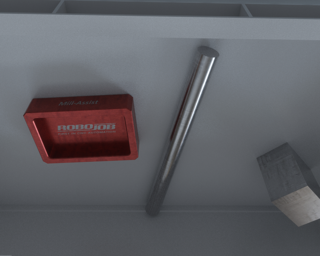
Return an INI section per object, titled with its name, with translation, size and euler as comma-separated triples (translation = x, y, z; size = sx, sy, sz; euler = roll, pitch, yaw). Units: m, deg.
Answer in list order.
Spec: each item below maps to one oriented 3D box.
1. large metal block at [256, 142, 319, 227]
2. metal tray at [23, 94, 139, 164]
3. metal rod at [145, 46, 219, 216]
[large metal block]
translation = 0.191, 0.081, 0.445
size = 0.050, 0.080, 0.080
euler = -34, 123, 25
[metal tray]
translation = -0.097, 0.003, 0.406
size = 0.131, 0.030, 0.089
euler = -3, 130, 1
[metal rod]
translation = 0.020, 0.027, 0.432
size = 0.025, 0.025, 0.298
euler = 9, 130, -9
